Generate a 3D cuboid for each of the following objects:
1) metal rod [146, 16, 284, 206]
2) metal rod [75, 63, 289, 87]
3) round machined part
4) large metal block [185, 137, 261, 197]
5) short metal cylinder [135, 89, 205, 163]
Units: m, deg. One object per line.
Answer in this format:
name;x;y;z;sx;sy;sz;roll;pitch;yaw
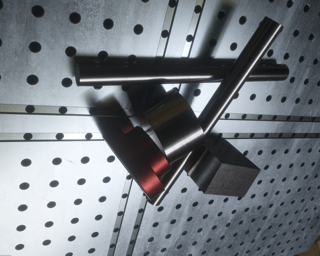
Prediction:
metal rod;0.062;-0.007;0.419;0.025;0.025;0.298;15;118;-35
metal rod;0.047;-0.070;0.395;0.303;0.025;0.025;-6;121;-26
round machined part;-0.024;0.036;0.375;0.042;0.098;0.098;-37;130;-11
large metal block;0.085;0.055;0.458;0.081;0.080;0.050;13;112;-34
short metal cylinder;0.012;-0.001;0.383;0.050;0.080;0.080;-30;129;-10
